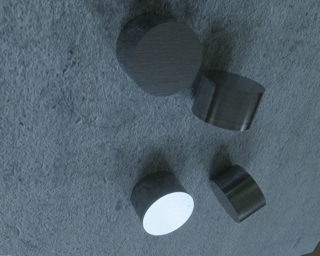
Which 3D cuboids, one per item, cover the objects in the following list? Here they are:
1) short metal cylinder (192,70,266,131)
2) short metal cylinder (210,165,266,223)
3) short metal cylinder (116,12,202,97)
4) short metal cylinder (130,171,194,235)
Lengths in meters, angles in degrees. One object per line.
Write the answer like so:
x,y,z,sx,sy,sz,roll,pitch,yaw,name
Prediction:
0.086,-0.037,0.395,0.081,0.080,0.050,-1,119,-28,short metal cylinder
0.125,0.107,0.505,0.050,0.080,0.080,-31,129,-8,short metal cylinder
-0.002,-0.081,0.340,0.081,0.050,0.079,-14,124,-21,short metal cylinder
0.003,0.111,0.461,0.081,0.050,0.079,-14,124,-21,short metal cylinder
